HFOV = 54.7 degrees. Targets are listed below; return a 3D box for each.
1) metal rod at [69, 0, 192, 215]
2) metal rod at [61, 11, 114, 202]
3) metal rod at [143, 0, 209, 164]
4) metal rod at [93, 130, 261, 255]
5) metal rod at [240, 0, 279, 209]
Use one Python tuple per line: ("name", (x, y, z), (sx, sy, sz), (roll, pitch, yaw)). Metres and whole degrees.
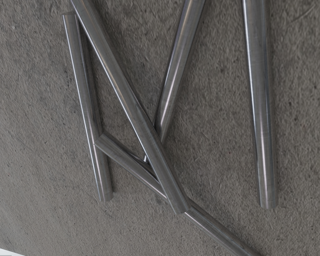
("metal rod", (-0.034, -0.028, 0.382), (0.025, 0.025, 0.299), (-19, 101, 35))
("metal rod", (-0.099, -0.011, 0.452), (0.025, 0.025, 0.298), (11, 123, 22))
("metal rod", (0.015, -0.053, 0.366), (0.025, 0.025, 0.298), (25, 127, 13))
("metal rod", (0.034, 0.108, 0.433), (0.300, 0.025, 0.025), (40, 130, -9))
("metal rod", (0.106, -0.037, 0.327), (0.025, 0.025, 0.298), (1, 119, 27))
